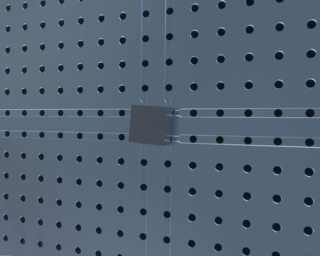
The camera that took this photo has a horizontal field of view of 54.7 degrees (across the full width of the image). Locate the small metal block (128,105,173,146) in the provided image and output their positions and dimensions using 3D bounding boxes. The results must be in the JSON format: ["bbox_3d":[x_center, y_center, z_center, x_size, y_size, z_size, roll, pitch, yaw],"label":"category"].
[{"bbox_3d":[-0.012,-0.004,0.416,0.050,0.025,0.050,5,92,19],"label":"small metal block"}]
